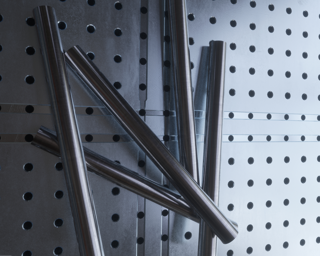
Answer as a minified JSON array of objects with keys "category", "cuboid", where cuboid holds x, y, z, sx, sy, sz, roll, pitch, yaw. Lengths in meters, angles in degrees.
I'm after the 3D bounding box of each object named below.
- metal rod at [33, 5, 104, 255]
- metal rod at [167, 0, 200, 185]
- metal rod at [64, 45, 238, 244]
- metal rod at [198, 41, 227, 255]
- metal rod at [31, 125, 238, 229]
[{"category":"metal rod","cuboid":[-0.103,0.008,0.350,0.025,0.025,0.298,-11,85,-20]},{"category":"metal rod","cuboid":[0.031,-0.058,0.418,0.025,0.025,0.298,-4,89,-20]},{"category":"metal rod","cuboid":[-0.010,0.022,0.380,0.025,0.025,0.300,-41,92,-16]},{"category":"metal rod","cuboid":[0.072,0.027,0.424,0.025,0.025,0.298,7,81,-20]},{"category":"metal rod","cuboid":[-0.019,0.078,0.406,0.301,0.025,0.025,29,80,-18]}]
